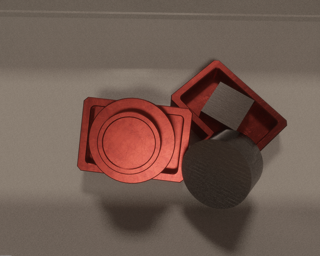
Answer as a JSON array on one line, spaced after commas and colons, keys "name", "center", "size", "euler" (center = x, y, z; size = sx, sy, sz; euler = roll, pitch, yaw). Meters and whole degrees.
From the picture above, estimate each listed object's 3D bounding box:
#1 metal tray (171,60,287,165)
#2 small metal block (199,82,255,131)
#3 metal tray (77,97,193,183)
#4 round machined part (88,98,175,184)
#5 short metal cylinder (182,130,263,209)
[{"name": "metal tray", "center": [0.088, -0.019, 0.414], "size": [0.090, 0.030, 0.130], "euler": [-40, 75, -14]}, {"name": "small metal block", "center": [0.087, -0.024, 0.406], "size": [0.050, 0.025, 0.050], "euler": [32, 73, 10]}, {"name": "metal tray", "center": [-0.030, 0.013, 0.384], "size": [0.131, 0.030, 0.089], "euler": [7, 94, 2]}, {"name": "round machined part", "center": [-0.032, 0.015, 0.348], "size": [0.099, 0.042, 0.097], "euler": [0, 93, 2]}, {"name": "short metal cylinder", "center": [0.072, 0.046, 0.358], "size": [0.080, 0.050, 0.079], "euler": [8, 106, 30]}]
